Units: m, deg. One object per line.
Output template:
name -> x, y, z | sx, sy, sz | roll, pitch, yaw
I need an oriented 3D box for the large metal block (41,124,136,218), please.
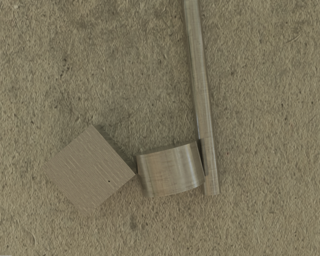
large metal block -> -0.086, 0.052, 0.397 | 0.080, 0.050, 0.080 | -41, 90, 0

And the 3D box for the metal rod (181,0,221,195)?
metal rod -> 0.052, -0.062, 0.410 | 0.025, 0.025, 0.298 | -6, 90, 0

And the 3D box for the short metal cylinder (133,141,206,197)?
short metal cylinder -> 0.011, 0.048, 0.382 | 0.080, 0.080, 0.050 | -13, 90, 0
